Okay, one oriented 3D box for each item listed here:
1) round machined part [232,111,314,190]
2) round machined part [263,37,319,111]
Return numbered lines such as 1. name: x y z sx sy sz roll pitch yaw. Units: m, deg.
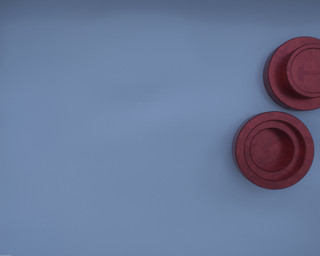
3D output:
1. round machined part: 0.142 0.028 0.404 0.099 0.042 0.097 0 90 0
2. round machined part: 0.190 -0.071 0.404 0.099 0.042 0.097 0 90 0
